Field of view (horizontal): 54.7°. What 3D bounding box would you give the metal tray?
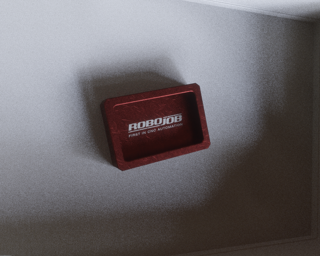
[{"bbox_3d":[-0.004,-0.004,0.407,0.131,0.030,0.089,-13,95,-20],"label":"metal tray"}]
